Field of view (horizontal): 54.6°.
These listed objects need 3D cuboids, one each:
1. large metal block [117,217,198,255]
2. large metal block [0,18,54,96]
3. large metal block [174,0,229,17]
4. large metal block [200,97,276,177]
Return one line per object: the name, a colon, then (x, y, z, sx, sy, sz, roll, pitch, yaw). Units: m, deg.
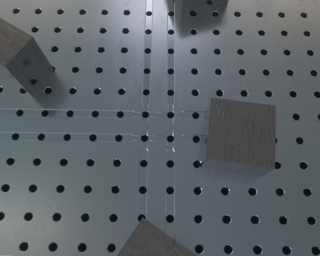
large metal block: (0.002, 0.142, 0.331, 0.080, 0.080, 0.050, 32, 73, 11)
large metal block: (-0.203, -0.099, 0.418, 0.080, 0.080, 0.050, 31, 73, 10)
large metal block: (0.058, -0.232, 0.484, 0.080, 0.050, 0.080, -18, 71, -7)
large metal block: (0.098, 0.013, 0.394, 0.080, 0.050, 0.080, 8, 70, 3)
